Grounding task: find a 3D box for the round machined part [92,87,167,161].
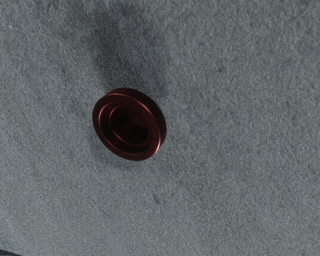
[{"bbox_3d":[-0.036,-0.008,0.408,0.098,0.042,0.097,13,124,20],"label":"round machined part"}]
